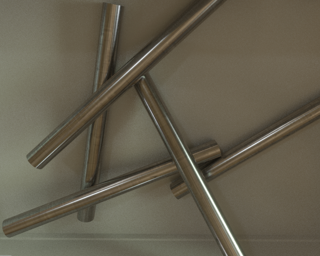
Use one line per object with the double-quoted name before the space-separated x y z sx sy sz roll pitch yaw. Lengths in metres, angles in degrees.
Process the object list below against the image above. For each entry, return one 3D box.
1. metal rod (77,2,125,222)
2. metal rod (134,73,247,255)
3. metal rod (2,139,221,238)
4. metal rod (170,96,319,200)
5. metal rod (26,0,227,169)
"metal rod" -0.082 -0.006 0.408 0.025 0.025 0.298 10 110 -4
"metal rod" 0.045 0.068 0.384 0.025 0.025 0.299 -28 88 10
"metal rod" -0.062 0.081 0.418 0.301 0.025 0.025 -21 109 -2
"metal rod" 0.146 0.013 0.417 0.300 0.025 0.025 -32 107 11
"metal rod" -0.042 -0.058 0.367 0.300 0.025 0.025 -42 105 5
